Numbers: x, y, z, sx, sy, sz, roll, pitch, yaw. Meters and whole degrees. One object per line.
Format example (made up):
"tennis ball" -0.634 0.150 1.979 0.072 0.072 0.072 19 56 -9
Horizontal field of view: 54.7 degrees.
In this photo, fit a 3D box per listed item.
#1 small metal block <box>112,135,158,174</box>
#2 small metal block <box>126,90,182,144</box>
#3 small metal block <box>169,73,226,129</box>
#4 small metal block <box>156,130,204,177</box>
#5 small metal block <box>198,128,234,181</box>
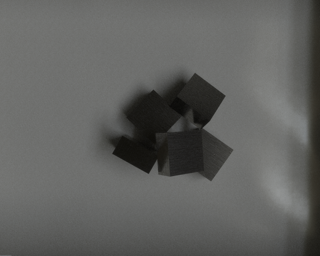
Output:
"small metal block" -0.029 0.032 0.396 0.050 0.050 0.025 29 90 -1
"small metal block" -0.008 -0.014 0.409 0.050 0.025 0.050 44 90 -1
"small metal block" 0.049 -0.035 0.399 0.050 0.025 0.050 37 57 -1
"small metal block" 0.024 0.029 0.374 0.050 0.025 0.050 -4 90 -33
"small metal block" 0.060 0.034 0.410 0.050 0.025 0.050 35 90 -1
